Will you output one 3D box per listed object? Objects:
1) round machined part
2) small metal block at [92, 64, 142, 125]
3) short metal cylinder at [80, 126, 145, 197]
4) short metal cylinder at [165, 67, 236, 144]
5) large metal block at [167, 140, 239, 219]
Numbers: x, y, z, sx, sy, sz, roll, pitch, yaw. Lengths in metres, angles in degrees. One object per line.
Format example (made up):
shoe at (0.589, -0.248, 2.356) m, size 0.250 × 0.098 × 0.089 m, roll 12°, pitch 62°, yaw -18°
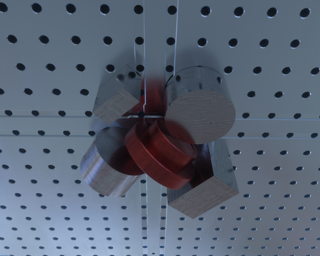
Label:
round machined part at (0.008, 0.025, 0.386) m, size 0.098 × 0.098 × 0.042 m, roll 34°, pitch 110°, yaw -26°
small metal block at (-0.049, -0.039, 0.361) m, size 0.050 × 0.050 × 0.025 m, roll -34°, pitch 122°, yaw 25°
short metal cylinder at (-0.058, 0.044, 0.412) m, size 0.080 × 0.080 × 0.050 m, roll 25°, pitch 126°, yaw -20°
short metal cylinder at (0.046, -0.026, 0.373) m, size 0.081 × 0.050 × 0.079 m, roll 0°, pitch 130°, yaw 0°
large metal block at (0.056, 0.067, 0.434) m, size 0.050 × 0.080 × 0.080 m, roll 36°, pitch 121°, yaw -27°
